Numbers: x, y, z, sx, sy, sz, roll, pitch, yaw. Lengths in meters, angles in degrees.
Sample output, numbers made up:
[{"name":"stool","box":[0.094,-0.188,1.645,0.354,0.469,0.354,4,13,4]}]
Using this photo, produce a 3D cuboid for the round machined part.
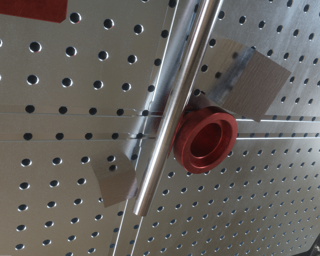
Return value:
[{"name":"round machined part","box":[0.059,0.013,0.437,0.099,0.042,0.097,-19,128,-26]}]

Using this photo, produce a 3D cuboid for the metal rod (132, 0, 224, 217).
[{"name":"metal rod","box":[0.017,-0.019,0.394,0.025,0.025,0.298,8,110,-32]}]

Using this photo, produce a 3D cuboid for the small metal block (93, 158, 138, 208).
[{"name":"small metal block","box":[-0.060,0.076,0.427,0.050,0.025,0.050,-18,126,-19]}]

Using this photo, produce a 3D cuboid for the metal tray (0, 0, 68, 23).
[{"name":"metal tray","box":[-0.117,-0.159,0.246,0.091,0.030,0.129,0,118,-29]}]

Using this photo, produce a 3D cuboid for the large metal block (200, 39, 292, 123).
[{"name":"large metal block","box":[0.117,-0.062,0.423,0.081,0.050,0.080,17,109,-35]}]
